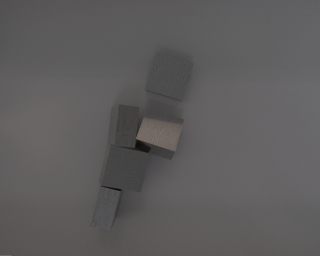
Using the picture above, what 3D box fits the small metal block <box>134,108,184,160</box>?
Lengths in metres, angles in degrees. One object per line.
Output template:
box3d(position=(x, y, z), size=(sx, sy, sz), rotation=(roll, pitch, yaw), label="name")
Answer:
box3d(position=(-0.001, 0.007, 0.400), size=(0.050, 0.025, 0.050), rotation=(18, 57, 0), label="small metal block")

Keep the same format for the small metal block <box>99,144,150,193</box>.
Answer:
box3d(position=(-0.045, 0.050, 0.390), size=(0.050, 0.025, 0.050), rotation=(14, 86, -18), label="small metal block")

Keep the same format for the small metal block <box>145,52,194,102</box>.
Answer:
box3d(position=(0.012, -0.067, 0.411), size=(0.050, 0.025, 0.050), rotation=(17, 90, 0), label="small metal block")

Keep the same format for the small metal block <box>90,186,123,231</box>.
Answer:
box3d(position=(-0.066, 0.097, 0.398), size=(0.025, 0.050, 0.050), rotation=(15, 91, 0), label="small metal block")

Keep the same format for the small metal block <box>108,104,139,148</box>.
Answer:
box3d(position=(-0.048, -0.002, 0.395), size=(0.025, 0.050, 0.050), rotation=(7, 88, -19), label="small metal block")
